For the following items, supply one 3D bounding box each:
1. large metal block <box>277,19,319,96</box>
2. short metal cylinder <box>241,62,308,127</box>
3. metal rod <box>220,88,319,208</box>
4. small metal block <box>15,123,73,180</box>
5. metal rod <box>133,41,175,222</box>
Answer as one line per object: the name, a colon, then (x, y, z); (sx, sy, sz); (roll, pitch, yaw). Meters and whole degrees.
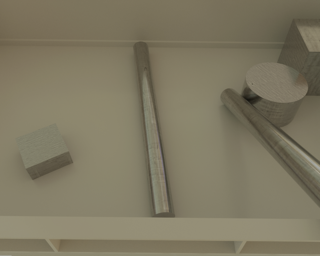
large metal block: (0.220, -0.105, 0.460); (0.050, 0.080, 0.080); (1, 50, 0)
short metal cylinder: (0.154, -0.046, 0.430); (0.081, 0.050, 0.080); (0, 50, 0)
metal rod: (0.113, 0.011, 0.309); (0.025, 0.025, 0.300); (-4, 23, -4)
small metal block: (-0.142, 0.028, 0.380); (0.050, 0.025, 0.050); (-23, 54, -19)
metal rod: (-0.014, -0.020, 0.421); (0.025, 0.025, 0.300); (-5, 50, -5)
